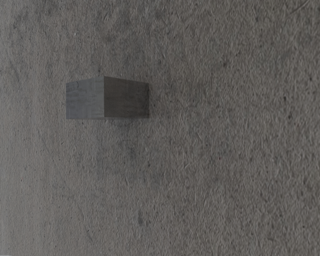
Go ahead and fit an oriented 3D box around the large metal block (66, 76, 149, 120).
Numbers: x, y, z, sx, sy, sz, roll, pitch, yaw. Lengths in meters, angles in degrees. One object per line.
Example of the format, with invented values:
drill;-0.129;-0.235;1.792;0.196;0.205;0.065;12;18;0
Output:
large metal block;-0.072;-0.038;0.430;0.080;0.081;0.050;-1;89;40
